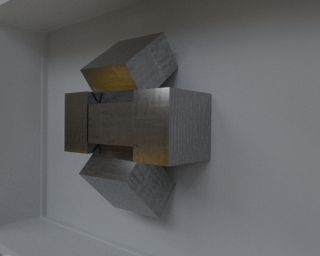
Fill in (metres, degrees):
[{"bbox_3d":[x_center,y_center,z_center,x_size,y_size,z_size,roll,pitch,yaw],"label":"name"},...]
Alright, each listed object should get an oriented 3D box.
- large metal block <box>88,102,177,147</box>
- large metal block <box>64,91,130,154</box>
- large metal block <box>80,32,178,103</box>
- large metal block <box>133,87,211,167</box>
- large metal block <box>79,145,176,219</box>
[{"bbox_3d":[-0.034,-0.005,0.398,0.080,0.081,0.050,1,91,40],"label":"large metal block"},{"bbox_3d":[-0.086,-0.007,0.441,0.050,0.081,0.080,1,91,40],"label":"large metal block"},{"bbox_3d":[-0.037,-0.075,0.392,0.080,0.080,0.050,2,129,40],"label":"large metal block"},{"bbox_3d":[0.016,-0.002,0.357,0.050,0.081,0.080,1,91,40],"label":"large metal block"},{"bbox_3d":[-0.040,0.065,0.393,0.080,0.080,0.050,1,49,39],"label":"large metal block"}]
